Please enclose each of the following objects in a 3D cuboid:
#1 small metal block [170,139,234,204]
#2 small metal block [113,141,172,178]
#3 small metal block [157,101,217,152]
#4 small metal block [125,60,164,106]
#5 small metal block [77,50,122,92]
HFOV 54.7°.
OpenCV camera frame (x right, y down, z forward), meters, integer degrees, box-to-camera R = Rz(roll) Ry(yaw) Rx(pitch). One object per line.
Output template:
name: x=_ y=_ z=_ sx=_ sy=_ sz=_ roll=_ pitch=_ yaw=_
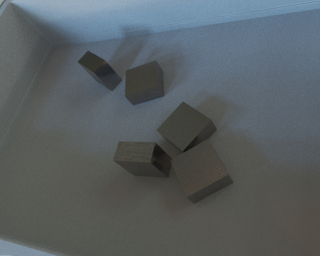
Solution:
small metal block: x=0.047 y=0.049 z=0.350 sx=0.050 sy=0.025 sz=0.050 roll=-31 pitch=52 yaw=8
small metal block: x=-0.020 y=0.039 z=0.375 sx=0.050 sy=0.050 sz=0.025 roll=0 pitch=62 yaw=28
small metal block: x=0.033 y=0.002 z=0.386 sx=0.050 sy=0.025 sz=0.050 roll=-47 pitch=52 yaw=-6
small metal block: x=-0.023 y=-0.066 z=0.457 sx=0.050 sy=0.025 sz=0.050 roll=-15 pitch=56 yaw=19
small metal block: x=-0.095 y=-0.091 z=0.493 sx=0.050 sy=0.050 sz=0.025 roll=34 pitch=81 yaw=38
